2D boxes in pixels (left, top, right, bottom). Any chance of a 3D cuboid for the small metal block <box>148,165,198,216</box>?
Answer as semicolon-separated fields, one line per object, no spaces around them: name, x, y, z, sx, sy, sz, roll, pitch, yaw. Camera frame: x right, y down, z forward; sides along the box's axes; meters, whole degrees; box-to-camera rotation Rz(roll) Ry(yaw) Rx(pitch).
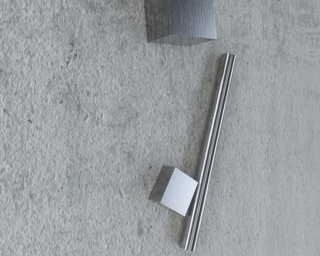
small metal block;0.019;0.085;0.421;0.050;0.025;0.050;38;67;-34

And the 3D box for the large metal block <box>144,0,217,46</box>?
large metal block;0.027;-0.156;0.411;0.081;0.050;0.079;-8;95;-40

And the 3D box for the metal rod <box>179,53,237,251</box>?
metal rod;0.074;0.028;0.466;0.025;0.025;0.299;23;75;-38
